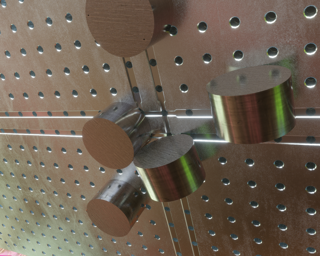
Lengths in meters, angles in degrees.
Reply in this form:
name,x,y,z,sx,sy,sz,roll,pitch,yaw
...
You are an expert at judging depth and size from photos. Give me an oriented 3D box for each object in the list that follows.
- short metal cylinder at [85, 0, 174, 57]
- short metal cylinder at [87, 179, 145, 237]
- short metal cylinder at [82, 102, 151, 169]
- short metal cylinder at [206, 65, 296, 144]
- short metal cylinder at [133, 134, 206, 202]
name,x,y,z,sx,sy,sz,roll,pitch,yaw
short metal cylinder,-0.032,-0.123,0.335,0.080,0.050,0.079,13,124,20
short metal cylinder,-0.073,0.132,0.513,0.080,0.050,0.079,13,124,20
short metal cylinder,-0.060,0.010,0.431,0.080,0.050,0.079,13,124,21
short metal cylinder,0.091,-0.026,0.311,0.080,0.080,0.050,-3,117,29
short metal cylinder,0.013,0.049,0.398,0.080,0.080,0.050,-8,114,31
